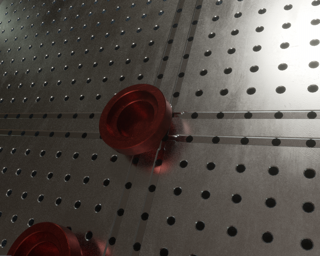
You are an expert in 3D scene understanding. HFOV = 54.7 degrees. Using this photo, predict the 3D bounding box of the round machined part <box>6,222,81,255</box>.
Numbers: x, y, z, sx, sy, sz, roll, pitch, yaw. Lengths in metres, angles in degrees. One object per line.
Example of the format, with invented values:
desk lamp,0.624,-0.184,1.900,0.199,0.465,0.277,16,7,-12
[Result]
round machined part,-0.133,0.165,0.364,0.098,0.042,0.098,-13,56,20

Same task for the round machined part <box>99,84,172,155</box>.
round machined part,-0.029,-0.008,0.416,0.098,0.042,0.098,-13,56,20
